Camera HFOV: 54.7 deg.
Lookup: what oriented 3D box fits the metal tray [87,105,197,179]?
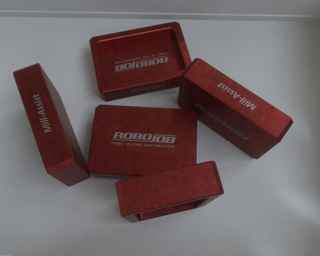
[{"bbox_3d":[-0.020,0.020,0.396,0.131,0.030,0.090,3,70,1],"label":"metal tray"}]

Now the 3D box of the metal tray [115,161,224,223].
[{"bbox_3d":[0.008,0.072,0.325,0.091,0.130,0.030,-12,71,-5],"label":"metal tray"}]

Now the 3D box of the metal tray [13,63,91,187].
[{"bbox_3d":[-0.127,-0.001,0.372,0.030,0.090,0.130,-23,72,-9],"label":"metal tray"}]

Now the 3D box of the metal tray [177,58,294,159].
[{"bbox_3d":[0.084,-0.020,0.381,0.130,0.090,0.030,36,75,12],"label":"metal tray"}]

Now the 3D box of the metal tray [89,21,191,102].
[{"bbox_3d":[-0.026,-0.095,0.440,0.131,0.030,0.090,-12,71,-5],"label":"metal tray"}]
